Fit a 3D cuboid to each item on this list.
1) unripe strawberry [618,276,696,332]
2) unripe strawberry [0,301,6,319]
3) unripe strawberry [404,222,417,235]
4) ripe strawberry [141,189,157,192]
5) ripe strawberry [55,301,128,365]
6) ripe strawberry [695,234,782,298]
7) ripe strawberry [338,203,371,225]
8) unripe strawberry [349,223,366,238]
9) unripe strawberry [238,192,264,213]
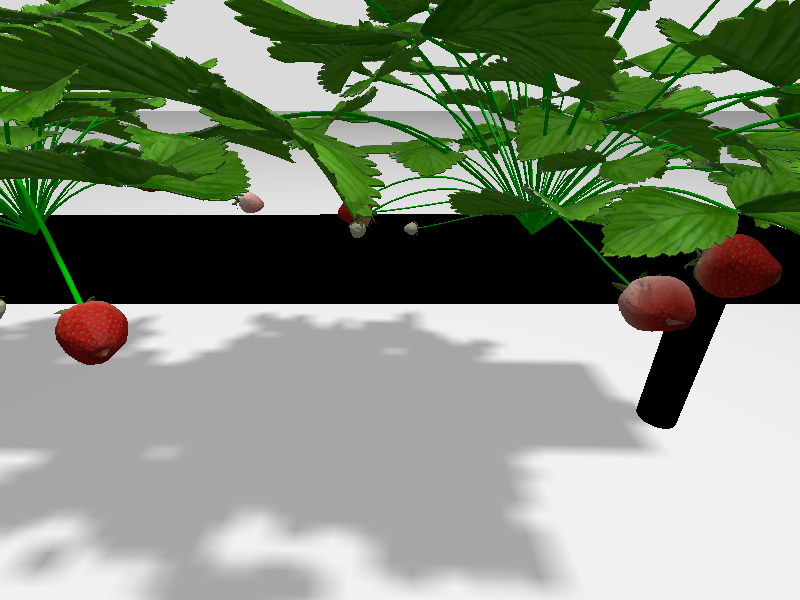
[{"bbox_3d":[0.131,0.004,0.203,0.034,0.030,0.031,-2,28,-4],"label":"unripe strawberry"},{"bbox_3d":[-0.208,0.005,0.205,0.011,0.011,0.011,-18,32,-31],"label":"unripe strawberry"},{"bbox_3d":[0.010,-0.064,0.358,0.012,0.010,0.012,-1,27,-1],"label":"unripe strawberry"},{"bbox_3d":[-0.323,-0.150,0.515,0.025,0.021,0.025,1,-22,2],"label":"ripe strawberry"},{"bbox_3d":[-0.140,0.016,0.185,0.027,0.029,0.029,-24,49,-39],"label":"ripe strawberry"},{"bbox_3d":[0.207,-0.020,0.245,0.037,0.039,0.040,-18,33,-31],"label":"ripe strawberry"},{"bbox_3d":[-0.042,-0.083,0.373,0.031,0.030,0.034,3,27,6],"label":"ripe strawberry"},{"bbox_3d":[-0.037,-0.061,0.349,0.014,0.014,0.013,6,26,-7],"label":"unripe strawberry"},{"bbox_3d":[-0.156,-0.102,0.420,0.025,0.022,0.025,6,22,-27],"label":"unripe strawberry"}]
